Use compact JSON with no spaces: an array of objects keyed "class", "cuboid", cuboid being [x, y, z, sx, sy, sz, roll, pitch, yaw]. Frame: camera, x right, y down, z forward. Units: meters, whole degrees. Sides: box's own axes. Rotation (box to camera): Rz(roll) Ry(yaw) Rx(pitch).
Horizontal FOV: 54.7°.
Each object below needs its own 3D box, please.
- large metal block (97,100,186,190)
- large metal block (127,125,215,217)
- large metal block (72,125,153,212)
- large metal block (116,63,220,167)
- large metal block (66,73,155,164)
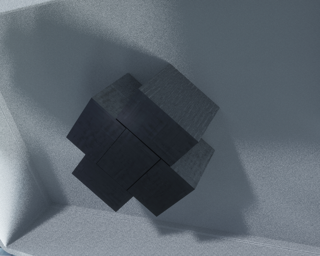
[{"class":"large metal block","cuboid":[-0.023,0.020,0.395,0.050,0.080,0.080,42,129,-1]},{"class":"large metal block","cuboid":[0.015,0.054,0.397,0.050,0.080,0.080,42,129,-1]},{"class":"large metal block","cuboid":[-0.060,0.055,0.436,0.080,0.080,0.050,42,129,-1]},{"class":"large metal block","cuboid":[0.012,-0.017,0.354,0.080,0.080,0.050,42,129,-1]},{"class":"large metal block","cuboid":[-0.061,-0.013,0.394,0.050,0.080,0.080,42,129,-1]}]
